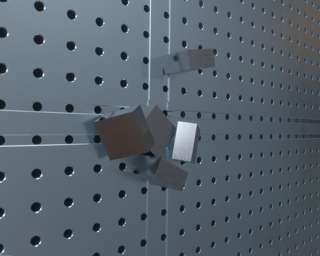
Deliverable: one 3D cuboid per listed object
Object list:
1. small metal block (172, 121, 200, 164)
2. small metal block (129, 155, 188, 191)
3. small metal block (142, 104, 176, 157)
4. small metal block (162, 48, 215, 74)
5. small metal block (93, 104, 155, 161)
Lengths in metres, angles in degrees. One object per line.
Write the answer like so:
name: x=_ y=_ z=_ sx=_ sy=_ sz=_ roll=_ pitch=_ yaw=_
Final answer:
small metal block: x=0.037 y=0.021 z=0.426 sx=0.050 sy=0.025 sz=0.050 roll=40 pitch=59 yaw=-74
small metal block: x=-0.002 y=0.057 z=0.394 sx=0.050 sy=0.050 sz=0.025 roll=33 pitch=70 yaw=-36
small metal block: x=-0.011 y=0.005 z=0.402 sx=0.050 sy=0.025 sz=0.050 roll=49 pitch=61 yaw=-29
small metal block: x=0.039 y=-0.092 z=0.428 sx=0.050 sy=0.050 sz=0.025 roll=-14 pitch=100 yaw=-39
small metal block: x=-0.040 y=0.006 z=0.357 sx=0.025 sy=0.050 sz=0.050 roll=-58 pitch=131 yaw=-64
